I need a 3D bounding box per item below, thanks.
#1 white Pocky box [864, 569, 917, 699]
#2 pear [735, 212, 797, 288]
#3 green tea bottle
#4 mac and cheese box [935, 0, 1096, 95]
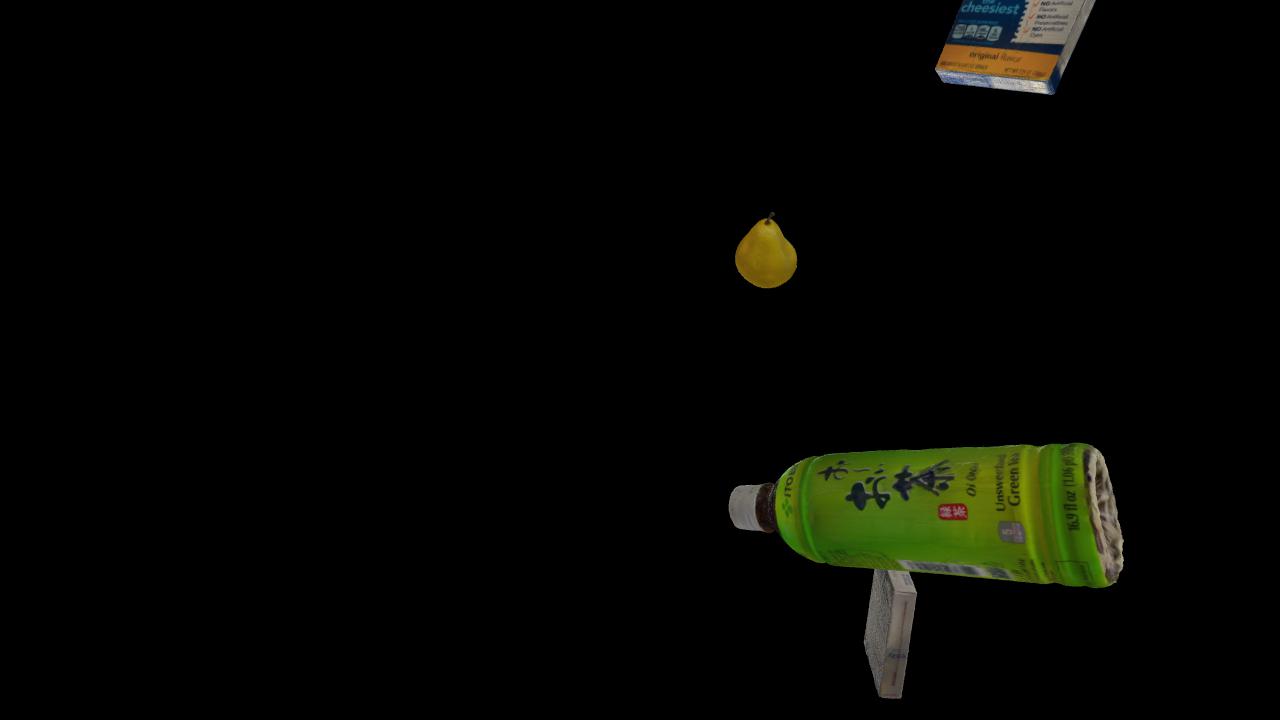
[{"bbox_3d":[0.285,0.299,0.707,0.028,0.154,0.084,1,22,7],"label":"white Pocky box"},{"bbox_3d":[0.156,-0.145,0.776,0.080,0.080,0.111,0,-39,21],"label":"pear"},{"bbox_3d":[0.147,0.089,0.363,0.212,0.073,0.073,-13,-8,40],"label":"green tea bottle"},{"bbox_3d":[0.323,-0.317,0.494,0.093,0.184,0.041,28,18,37],"label":"mac and cheese box"}]
